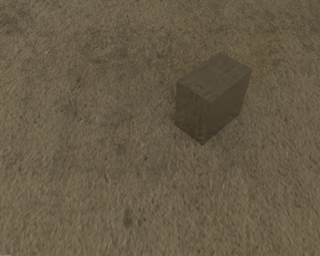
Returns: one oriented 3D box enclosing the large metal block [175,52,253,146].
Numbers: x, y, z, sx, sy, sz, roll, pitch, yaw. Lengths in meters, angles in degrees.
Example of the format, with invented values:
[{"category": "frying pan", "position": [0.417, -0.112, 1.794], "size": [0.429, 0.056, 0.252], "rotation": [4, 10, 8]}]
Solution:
[{"category": "large metal block", "position": [0.066, -0.037, 0.399], "size": [0.080, 0.080, 0.050], "rotation": [-37, 59, -27]}]
